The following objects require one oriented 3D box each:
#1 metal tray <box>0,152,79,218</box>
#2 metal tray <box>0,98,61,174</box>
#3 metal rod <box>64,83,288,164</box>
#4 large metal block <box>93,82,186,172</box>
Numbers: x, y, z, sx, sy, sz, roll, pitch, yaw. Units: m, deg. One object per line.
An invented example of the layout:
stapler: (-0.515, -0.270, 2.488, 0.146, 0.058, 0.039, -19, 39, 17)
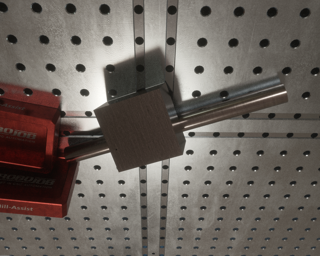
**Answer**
metal tray: (-0.186, 0.072, 0.427, 0.131, 0.090, 0.030, 8, 130, -7)
metal tray: (-0.203, 0.008, 0.404, 0.131, 0.030, 0.089, 11, 122, -10)
metal rod: (0.011, -0.002, 0.409, 0.301, 0.025, 0.025, -16, 129, 13)
large metal block: (-0.021, -0.002, 0.374, 0.080, 0.050, 0.080, -17, 103, 13)
